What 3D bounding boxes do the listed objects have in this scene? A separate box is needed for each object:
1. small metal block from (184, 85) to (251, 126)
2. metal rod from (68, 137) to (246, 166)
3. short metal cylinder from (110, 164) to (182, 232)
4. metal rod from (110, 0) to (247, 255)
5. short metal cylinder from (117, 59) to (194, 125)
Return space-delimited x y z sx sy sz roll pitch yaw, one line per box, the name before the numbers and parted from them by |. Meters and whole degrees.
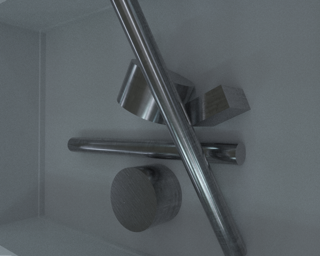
small metal block | 0.062 -0.022 0.338 0.050 0.050 0.025 -27 73 36
metal rod | -0.029 0.028 0.428 0.300 0.025 0.025 0 90 39
short metal cylinder | -0.019 0.089 0.404 0.080 0.050 0.079 0 90 39
metal rod | 0.022 0.002 0.322 0.025 0.025 0.299 -19 98 38
short metal cylinder | -0.006 -0.044 0.374 0.080 0.081 0.050 36 112 34
